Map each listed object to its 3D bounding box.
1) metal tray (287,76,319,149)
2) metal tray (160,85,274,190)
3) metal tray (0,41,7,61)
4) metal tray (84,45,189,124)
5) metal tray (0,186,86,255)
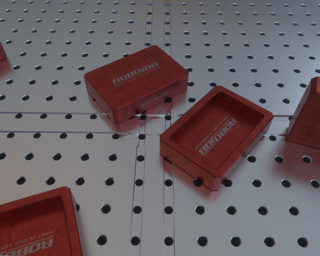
[{"bbox_3d":[0.234,-0.005,0.372,0.130,0.089,0.030,16,52,13],"label":"metal tray"},{"bbox_3d":[0.073,0.006,0.399,0.090,0.030,0.131,34,57,25],"label":"metal tray"},{"bbox_3d":[-0.331,-0.112,0.493,0.090,0.030,0.131,32,57,24],"label":"metal tray"},{"bbox_3d":[-0.034,-0.069,0.462,0.131,0.030,0.090,-29,56,-22],"label":"metal tray"},{"bbox_3d":[-0.144,0.119,0.302,0.131,0.030,0.090,-15,52,-13],"label":"metal tray"}]
